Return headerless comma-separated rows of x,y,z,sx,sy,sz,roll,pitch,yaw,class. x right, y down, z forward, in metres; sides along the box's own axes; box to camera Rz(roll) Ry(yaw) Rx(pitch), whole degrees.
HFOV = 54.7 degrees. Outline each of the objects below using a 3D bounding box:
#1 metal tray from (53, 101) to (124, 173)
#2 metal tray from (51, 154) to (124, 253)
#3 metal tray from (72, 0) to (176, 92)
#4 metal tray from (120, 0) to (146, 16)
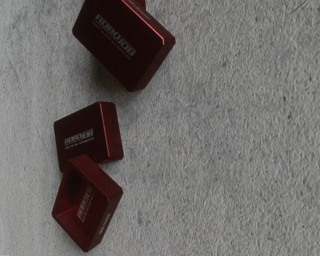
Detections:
-0.119,0.018,0.500,0.130,0.030,0.090,-18,79,38,metal tray
-0.115,0.116,0.473,0.090,0.030,0.129,38,123,21,metal tray
-0.053,-0.124,0.416,0.130,0.030,0.089,46,124,11,metal tray
-0.066,-0.200,0.455,0.090,0.030,0.129,-8,85,39,metal tray
